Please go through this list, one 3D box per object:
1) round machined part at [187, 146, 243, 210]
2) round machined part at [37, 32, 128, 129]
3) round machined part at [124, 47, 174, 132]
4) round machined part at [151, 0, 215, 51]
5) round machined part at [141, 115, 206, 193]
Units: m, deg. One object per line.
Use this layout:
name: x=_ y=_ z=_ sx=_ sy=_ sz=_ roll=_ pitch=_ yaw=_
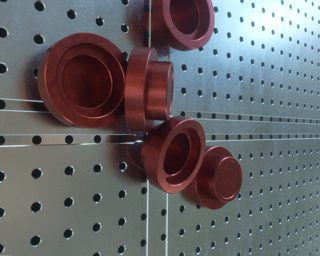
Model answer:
round machined part: x=0.089 y=0.077 z=0.476 sx=0.099 sy=0.042 sz=0.097 roll=0 pitch=90 yaw=-40
round machined part: x=-0.081 y=-0.048 z=0.331 sx=0.099 sy=0.042 sz=0.097 roll=0 pitch=90 yaw=-40
round machined part: x=-0.008 y=-0.043 z=0.358 sx=0.098 sy=0.042 sz=0.097 roll=3 pitch=92 yaw=-83
round machined part: x=0.027 y=-0.154 z=0.422 sx=0.099 sy=0.042 sz=0.097 roll=0 pitch=90 yaw=-40
round machined part: x=0.014 y=0.031 z=0.401 sx=0.099 sy=0.042 sz=0.097 roll=-22 pitch=121 yaw=-44
